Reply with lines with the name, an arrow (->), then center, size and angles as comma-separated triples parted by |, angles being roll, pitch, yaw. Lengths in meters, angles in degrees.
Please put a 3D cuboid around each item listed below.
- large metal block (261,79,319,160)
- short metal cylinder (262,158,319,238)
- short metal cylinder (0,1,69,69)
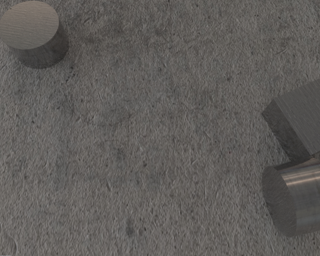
large metal block -> 0.194, -0.010, 0.400 | 0.080, 0.050, 0.080 | -24, 72, -9
short metal cylinder -> 0.157, 0.078, 0.352 | 0.050, 0.080, 0.080 | -11, 71, -4
short metal cylinder -> -0.177, -0.132, 0.442 | 0.081, 0.050, 0.080 | 0, 70, 0
